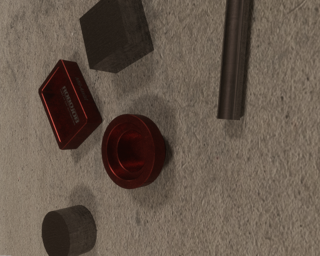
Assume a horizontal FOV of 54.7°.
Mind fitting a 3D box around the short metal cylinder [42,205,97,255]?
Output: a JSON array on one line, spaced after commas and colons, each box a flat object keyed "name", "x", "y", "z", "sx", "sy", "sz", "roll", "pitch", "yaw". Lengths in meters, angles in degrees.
[{"name": "short metal cylinder", "x": -0.150, "y": 0.172, "z": 0.509, "sx": 0.080, "sy": 0.050, "sz": 0.079, "roll": 0, "pitch": 90, "yaw": 39}]

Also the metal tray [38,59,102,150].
[{"name": "metal tray", "x": -0.156, "y": -0.039, "z": 0.527, "sx": 0.090, "sy": 0.030, "sz": 0.130, "roll": -41, "pitch": 65, "yaw": 32}]

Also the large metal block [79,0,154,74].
[{"name": "large metal block", "x": -0.063, "y": -0.133, "z": 0.438, "sx": 0.080, "sy": 0.050, "sz": 0.080, "roll": -22, "pitch": 76, "yaw": 37}]

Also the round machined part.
[{"name": "round machined part", "x": -0.031, "y": 0.030, "z": 0.417, "sx": 0.098, "sy": 0.042, "sz": 0.097, "roll": 0, "pitch": 90, "yaw": 39}]

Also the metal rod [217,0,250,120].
[{"name": "metal rod", "x": 0.086, "y": -0.158, "z": 0.333, "sx": 0.025, "sy": 0.025, "sz": 0.298, "roll": 7, "pitch": 94, "yaw": 39}]
